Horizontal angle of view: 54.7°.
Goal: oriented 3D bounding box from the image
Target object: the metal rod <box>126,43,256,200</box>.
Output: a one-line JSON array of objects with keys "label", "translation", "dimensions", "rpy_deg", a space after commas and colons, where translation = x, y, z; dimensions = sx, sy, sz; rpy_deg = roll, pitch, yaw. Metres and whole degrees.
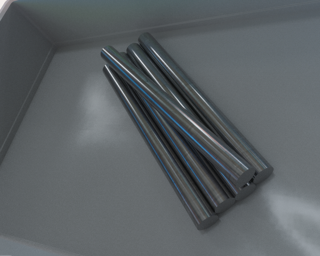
[{"label": "metal rod", "translation": [0.022, -0.031, 0.411], "dimensions": [0.025, 0.025, 0.300], "rpy_deg": [-37, 51, 4]}]

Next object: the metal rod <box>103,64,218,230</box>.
[{"label": "metal rod", "translation": [-0.016, 0.001, 0.412], "dimensions": [0.025, 0.025, 0.300], "rpy_deg": [-37, 51, 4]}]

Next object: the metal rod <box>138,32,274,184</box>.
[{"label": "metal rod", "translation": [0.041, -0.048, 0.412], "dimensions": [0.025, 0.025, 0.300], "rpy_deg": [-37, 51, 4]}]

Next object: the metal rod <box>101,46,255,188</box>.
[{"label": "metal rod", "translation": [0.000, -0.035, 0.392], "dimensions": [0.025, 0.025, 0.300], "rpy_deg": [-43, 51, -2]}]

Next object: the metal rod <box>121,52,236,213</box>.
[{"label": "metal rod", "translation": [0.002, -0.017, 0.413], "dimensions": [0.025, 0.025, 0.300], "rpy_deg": [-37, 51, 4]}]
